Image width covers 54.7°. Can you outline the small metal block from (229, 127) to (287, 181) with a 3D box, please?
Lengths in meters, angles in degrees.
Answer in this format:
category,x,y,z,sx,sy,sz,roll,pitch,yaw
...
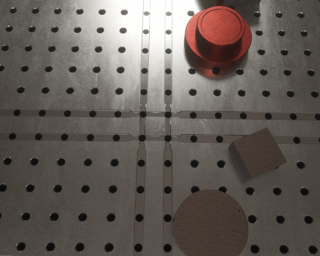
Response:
category,x,y,z,sx,sy,sz,roll,pitch,yaw
small metal block,0.126,0.034,0.401,0.050,0.025,0.050,-22,72,-8

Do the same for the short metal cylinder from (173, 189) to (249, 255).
category,x,y,z,sx,sy,sz,roll,pitch,yaw
short metal cylinder,0.055,0.115,0.357,0.081,0.050,0.080,0,70,0

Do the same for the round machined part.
category,x,y,z,sx,sy,sz,roll,pitch,yaw
round machined part,0.086,-0.138,0.454,0.099,0.042,0.098,0,70,-1

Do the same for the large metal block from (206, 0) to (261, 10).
category,x,y,z,sx,sy,sz,roll,pitch,yaw
large metal block,0.110,-0.233,0.485,0.081,0.050,0.080,-18,71,-7
